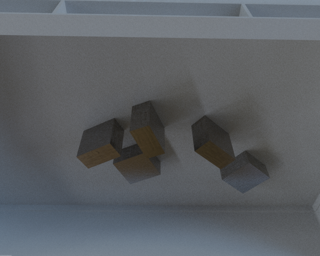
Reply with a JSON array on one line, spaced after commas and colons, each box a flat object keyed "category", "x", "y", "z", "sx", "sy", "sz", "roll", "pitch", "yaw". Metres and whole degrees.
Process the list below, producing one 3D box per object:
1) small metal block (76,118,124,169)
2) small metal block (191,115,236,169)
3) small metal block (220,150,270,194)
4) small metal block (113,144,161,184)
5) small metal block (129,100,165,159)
[{"category": "small metal block", "x": -0.077, "y": 0.020, "z": 0.408, "sx": 0.050, "sy": 0.050, "sz": 0.025, "roll": -22, "pitch": 127, "yaw": 17}, {"category": "small metal block", "x": 0.070, "y": 0.019, "z": 0.410, "sx": 0.050, "sy": 0.050, "sz": 0.025, "roll": 35, "pitch": 122, "yaw": -26}, {"category": "small metal block", "x": 0.128, "y": 0.068, "z": 0.469, "sx": 0.050, "sy": 0.025, "sz": 0.050, "roll": 34, "pitch": 122, "yaw": -26}, {"category": "small metal block", "x": -0.033, "y": 0.051, "z": 0.452, "sx": 0.050, "sy": 0.025, "sz": 0.050, "roll": -20, "pitch": 128, "yaw": 16}, {"category": "small metal block", "x": -0.015, "y": 0.002, "z": 0.394, "sx": 0.025, "sy": 0.050, "sz": 0.050, "roll": -18, "pitch": 128, "yaw": 14}]
